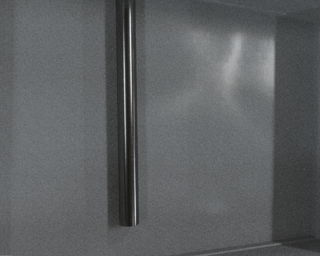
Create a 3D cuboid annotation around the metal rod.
[{"bbox_3d":[-0.042,-0.027,0.395,0.025,0.025,0.298,-1,90,-20],"label":"metal rod"}]
